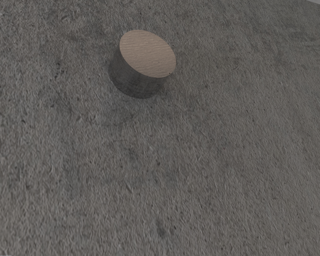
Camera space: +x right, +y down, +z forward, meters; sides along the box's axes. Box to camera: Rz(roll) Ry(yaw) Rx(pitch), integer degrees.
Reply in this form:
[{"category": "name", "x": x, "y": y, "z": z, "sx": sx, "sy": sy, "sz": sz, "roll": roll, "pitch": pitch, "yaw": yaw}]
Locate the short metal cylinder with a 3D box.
[{"category": "short metal cylinder", "x": -0.025, "y": -0.087, "z": 0.427, "sx": 0.081, "sy": 0.050, "sz": 0.080, "roll": 13, "pitch": 56, "yaw": -21}]
